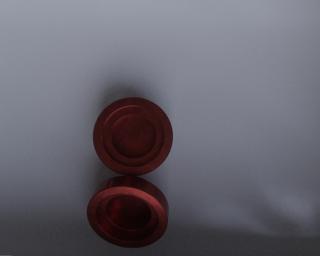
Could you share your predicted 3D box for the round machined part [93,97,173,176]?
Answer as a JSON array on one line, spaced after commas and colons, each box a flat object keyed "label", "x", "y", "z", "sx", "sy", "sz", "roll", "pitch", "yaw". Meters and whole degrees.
[{"label": "round machined part", "x": -0.034, "y": 0.011, "z": 0.401, "sx": 0.099, "sy": 0.042, "sz": 0.097, "roll": 0, "pitch": 88, "yaw": -1}]

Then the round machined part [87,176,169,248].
[{"label": "round machined part", "x": -0.038, "y": 0.100, "z": 0.390, "sx": 0.099, "sy": 0.042, "sz": 0.097, "roll": 2, "pitch": 116, "yaw": 5}]
